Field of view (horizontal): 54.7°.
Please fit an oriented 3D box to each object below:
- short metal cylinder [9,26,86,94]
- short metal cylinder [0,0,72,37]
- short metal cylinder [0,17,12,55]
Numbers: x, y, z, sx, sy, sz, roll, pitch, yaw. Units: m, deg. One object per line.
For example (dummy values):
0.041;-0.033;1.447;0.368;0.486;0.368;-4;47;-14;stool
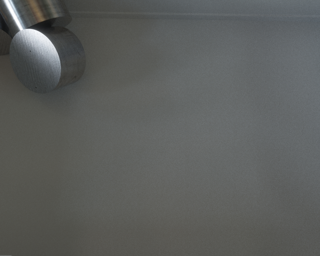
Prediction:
-0.146;-0.090;0.405;0.080;0.079;0.050;31;30;10;short metal cylinder
-0.165;-0.154;0.410;0.080;0.080;0.050;-25;100;-9;short metal cylinder
-0.246;-0.144;0.430;0.081;0.080;0.050;-5;71;-2;short metal cylinder
